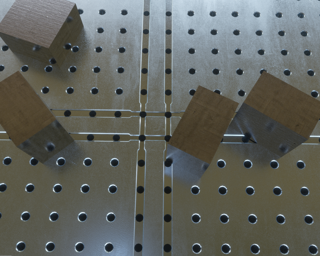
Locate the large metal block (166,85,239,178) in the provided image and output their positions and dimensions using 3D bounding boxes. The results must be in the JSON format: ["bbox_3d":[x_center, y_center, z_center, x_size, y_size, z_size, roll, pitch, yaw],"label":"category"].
[{"bbox_3d":[0.049,0.008,0.380,0.050,0.080,0.080,26,72,9],"label":"large metal block"}]

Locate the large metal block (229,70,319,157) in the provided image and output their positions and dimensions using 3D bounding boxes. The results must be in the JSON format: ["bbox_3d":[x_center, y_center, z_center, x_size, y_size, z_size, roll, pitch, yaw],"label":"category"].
[{"bbox_3d":[0.142,-0.014,0.390,0.080,0.080,0.050,32,73,10],"label":"large metal block"}]

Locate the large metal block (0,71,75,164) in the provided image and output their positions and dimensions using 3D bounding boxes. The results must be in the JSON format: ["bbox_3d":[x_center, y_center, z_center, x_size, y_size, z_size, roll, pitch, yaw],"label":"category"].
[{"bbox_3d":[-0.160,-0.010,0.384,0.050,0.080,0.080,-38,75,-13],"label":"large metal block"}]

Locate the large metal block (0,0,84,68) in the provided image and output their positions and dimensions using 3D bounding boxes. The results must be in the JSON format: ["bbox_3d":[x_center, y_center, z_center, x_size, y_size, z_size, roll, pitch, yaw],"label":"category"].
[{"bbox_3d":[-0.171,-0.145,0.449,0.080,0.050,0.080,20,71,6],"label":"large metal block"}]
